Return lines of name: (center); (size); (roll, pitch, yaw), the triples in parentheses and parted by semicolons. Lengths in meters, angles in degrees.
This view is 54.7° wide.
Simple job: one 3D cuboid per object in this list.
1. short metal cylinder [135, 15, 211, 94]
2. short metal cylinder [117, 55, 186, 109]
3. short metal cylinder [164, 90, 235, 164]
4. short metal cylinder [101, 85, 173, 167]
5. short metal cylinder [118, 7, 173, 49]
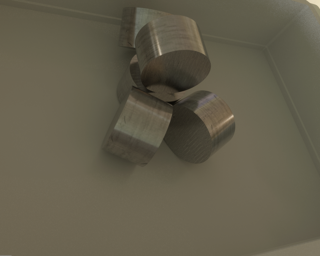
short metal cylinder: (0.014, -0.083, 0.362); (0.081, 0.080, 0.050); (3, 61, -27)
short metal cylinder: (-0.011, -0.056, 0.414); (0.081, 0.050, 0.080); (14, 56, -21)
short metal cylinder: (0.047, -0.002, 0.395); (0.050, 0.080, 0.080); (-33, 80, -37)
short metal cylinder: (-0.027, -0.002, 0.355); (0.050, 0.080, 0.080); (26, 53, -12)
short metal cylinder: (-0.015, -0.133, 0.433); (0.081, 0.080, 0.050); (4, 103, -26)
